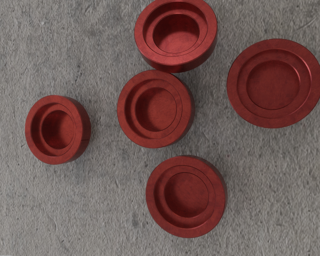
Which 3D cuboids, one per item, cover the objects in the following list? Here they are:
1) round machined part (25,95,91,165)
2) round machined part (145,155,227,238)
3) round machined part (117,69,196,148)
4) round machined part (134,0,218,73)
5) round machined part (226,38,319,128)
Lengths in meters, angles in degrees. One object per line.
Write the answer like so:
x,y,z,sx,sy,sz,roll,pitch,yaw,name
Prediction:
-0.142,0.002,0.450,0.098,0.042,0.097,0,90,20,round machined part
0.035,0.082,0.387,0.098,0.042,0.097,0,90,20,round machined part
-0.002,-0.024,0.401,0.098,0.042,0.097,0,90,20,round machined part
0.021,-0.111,0.382,0.098,0.042,0.098,-3,72,9,round machined part
0.129,-0.048,0.354,0.098,0.042,0.097,0,90,20,round machined part
